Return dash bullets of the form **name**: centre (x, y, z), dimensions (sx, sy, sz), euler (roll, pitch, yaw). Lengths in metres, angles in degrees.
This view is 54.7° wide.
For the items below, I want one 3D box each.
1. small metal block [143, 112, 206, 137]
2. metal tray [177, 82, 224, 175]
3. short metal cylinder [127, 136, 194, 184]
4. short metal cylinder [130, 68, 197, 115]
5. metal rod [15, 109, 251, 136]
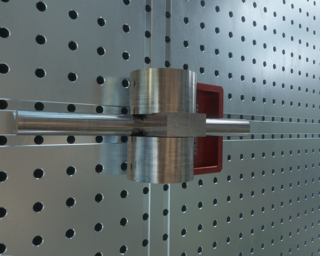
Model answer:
- **small metal block**: centre (0.015, -0.004, 0.344), dimensions (0.050, 0.050, 0.025), euler (1, 90, -32)
- **metal tray**: centre (0.051, 0.001, 0.448), dimensions (0.091, 0.030, 0.129), euler (1, 89, -40)
- **short metal cylinder**: centre (0.001, 0.035, 0.373), dimensions (0.081, 0.080, 0.050), euler (2, 89, -40)
- **short metal cylinder**: centre (0.004, -0.040, 0.374), dimensions (0.081, 0.080, 0.050), euler (1, 90, -40)
- **metal rod**: centre (-0.007, -0.003, 0.373), dimensions (0.303, 0.025, 0.025), euler (1, 89, -31)
